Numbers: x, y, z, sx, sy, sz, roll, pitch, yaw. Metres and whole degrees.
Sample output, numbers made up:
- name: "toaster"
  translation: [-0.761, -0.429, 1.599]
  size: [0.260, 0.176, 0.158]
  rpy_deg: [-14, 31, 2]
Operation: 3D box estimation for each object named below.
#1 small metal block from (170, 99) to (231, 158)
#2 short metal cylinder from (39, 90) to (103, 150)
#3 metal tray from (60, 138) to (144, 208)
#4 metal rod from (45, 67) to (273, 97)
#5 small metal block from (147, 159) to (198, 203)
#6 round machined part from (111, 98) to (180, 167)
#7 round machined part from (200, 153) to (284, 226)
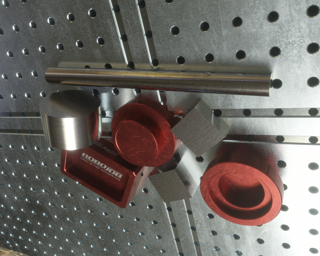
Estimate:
- name: "small metal block"
  translation: [0.050, 0.001, 0.386]
  size: [0.050, 0.025, 0.050]
  rpy_deg: [44, 129, -2]
- name: "short metal cylinder"
  translation: [-0.122, -0.013, 0.432]
  size: [0.080, 0.080, 0.050]
  rpy_deg: [16, 125, 19]
- name: "metal tray"
  translation: [-0.096, 0.063, 0.497]
  size: [0.130, 0.030, 0.089]
  rpy_deg: [27, 128, 11]
- name: "metal rod"
  translation: [-0.021, -0.060, 0.384]
  size: [0.301, 0.025, 0.025]
  rpy_deg: [6, 121, 24]
- name: "small metal block"
  translation: [0.019, 0.078, 0.450]
  size: [0.050, 0.025, 0.050]
  rpy_deg: [-21, 108, 36]
- name: "round machined part"
  translation: [-0.025, 0.012, 0.420]
  size: [0.098, 0.042, 0.097]
  rpy_deg: [12, 121, 22]
- name: "round machined part"
  translation: [0.104, 0.072, 0.390]
  size: [0.098, 0.042, 0.097]
  rpy_deg: [13, 124, 21]
